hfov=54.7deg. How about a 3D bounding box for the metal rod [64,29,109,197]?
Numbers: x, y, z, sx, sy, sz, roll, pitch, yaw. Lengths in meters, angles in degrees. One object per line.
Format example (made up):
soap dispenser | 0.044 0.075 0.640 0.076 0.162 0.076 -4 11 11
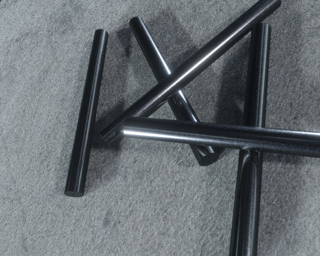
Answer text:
metal rod | -0.110 -0.041 0.484 0.025 0.025 0.299 -12 57 21

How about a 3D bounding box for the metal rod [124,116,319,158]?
metal rod | 0.105 0.012 0.310 0.301 0.025 0.025 5 64 19

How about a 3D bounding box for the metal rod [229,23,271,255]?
metal rod | 0.105 0.001 0.347 0.025 0.025 0.300 -1 61 27

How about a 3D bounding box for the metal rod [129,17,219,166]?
metal rod | 0.007 -0.072 0.443 0.025 0.025 0.300 -31 52 8

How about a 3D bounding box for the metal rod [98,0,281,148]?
metal rod | 0.046 -0.081 0.403 0.301 0.025 0.025 -41 51 -10
